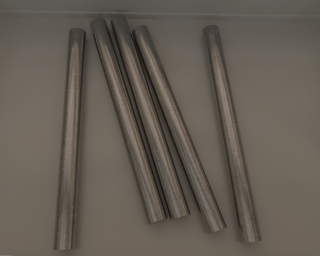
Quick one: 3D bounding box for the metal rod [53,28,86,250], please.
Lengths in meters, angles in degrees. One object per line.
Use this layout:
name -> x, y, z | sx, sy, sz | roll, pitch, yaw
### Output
metal rod -> -0.116, 0.000, 0.408 | 0.025, 0.025, 0.299 | -2, 70, -1

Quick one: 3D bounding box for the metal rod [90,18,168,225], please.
metal rod -> -0.048, -0.023, 0.417 | 0.025, 0.025, 0.299 | -16, 71, -6

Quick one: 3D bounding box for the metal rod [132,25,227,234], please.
metal rod -> 0.019, -0.012, 0.414 | 0.025, 0.025, 0.299 | -18, 71, -7

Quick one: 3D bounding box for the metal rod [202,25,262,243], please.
metal rod -> 0.091, -0.007, 0.413 | 0.025, 0.025, 0.299 | -5, 70, -2

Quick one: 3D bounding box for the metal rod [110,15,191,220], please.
metal rod -> -0.019, -0.027, 0.419 | 0.025, 0.025, 0.299 | -16, 71, -6
